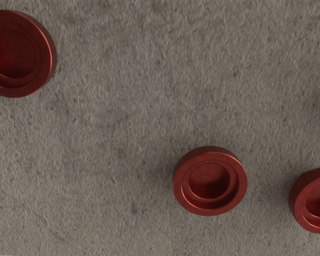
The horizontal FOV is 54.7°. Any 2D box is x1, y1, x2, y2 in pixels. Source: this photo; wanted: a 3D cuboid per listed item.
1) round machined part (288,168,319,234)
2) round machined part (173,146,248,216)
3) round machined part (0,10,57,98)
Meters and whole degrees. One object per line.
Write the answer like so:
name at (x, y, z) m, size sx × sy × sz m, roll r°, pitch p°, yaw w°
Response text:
round machined part at (0.231, 0.098, 0.440) m, size 0.099 × 0.042 × 0.097 m, roll 0°, pitch 110°, yaw -1°
round machined part at (0.066, 0.069, 0.427) m, size 0.099 × 0.042 × 0.097 m, roll 0°, pitch 110°, yaw -1°
round machined part at (-0.171, -0.088, 0.366) m, size 0.099 × 0.042 × 0.097 m, roll 0°, pitch 110°, yaw -1°
